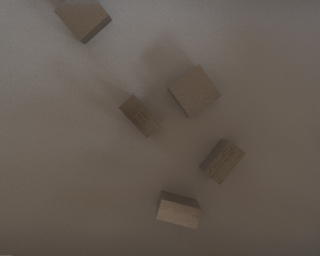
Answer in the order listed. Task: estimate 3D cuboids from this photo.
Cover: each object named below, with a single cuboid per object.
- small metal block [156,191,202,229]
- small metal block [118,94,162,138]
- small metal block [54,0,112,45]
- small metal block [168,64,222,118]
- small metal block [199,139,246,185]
[{"bbox_3d":[0.023,0.104,0.399,0.050,0.050,0.025,15,90,-1],"label":"small metal block"},{"bbox_3d":[-0.024,-0.015,0.399,0.025,0.050,0.050,-43,91,0],"label":"small metal block"},{"bbox_3d":[-0.100,-0.148,0.408,0.050,0.025,0.050,-41,92,3],"label":"small metal block"},{"bbox_3d":[0.045,-0.048,0.412,0.050,0.025,0.050,-35,90,0],"label":"small metal block"},{"bbox_3d":[0.079,0.042,0.400,0.025,0.050,0.050,39,90,-1],"label":"small metal block"}]
